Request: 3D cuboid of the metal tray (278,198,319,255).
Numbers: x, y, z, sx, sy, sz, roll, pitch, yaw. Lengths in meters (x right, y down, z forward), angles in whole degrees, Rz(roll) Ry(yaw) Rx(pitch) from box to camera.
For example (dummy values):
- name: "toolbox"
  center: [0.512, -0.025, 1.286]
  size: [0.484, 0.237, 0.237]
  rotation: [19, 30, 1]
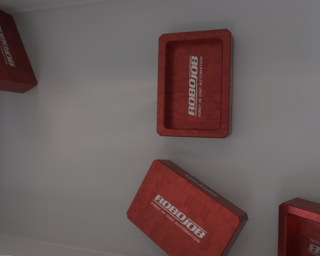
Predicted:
- name: "metal tray"
  center: [0.182, 0.129, 0.302]
  size: [0.130, 0.030, 0.089]
  rotation: [7, 100, 54]

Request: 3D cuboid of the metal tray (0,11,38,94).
- name: "metal tray"
  center: [-0.246, -0.120, 0.462]
  size: [0.030, 0.090, 0.129]
  rotation: [-26, 82, 18]

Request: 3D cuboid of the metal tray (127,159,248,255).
- name: "metal tray"
  center: [0.028, 0.108, 0.381]
  size: [0.130, 0.030, 0.090]
  rotation: [32, 100, 31]

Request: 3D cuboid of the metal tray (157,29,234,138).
- name: "metal tray"
  center: [0.044, -0.053, 0.391]
  size: [0.090, 0.030, 0.129]
  rotation: [2, 91, 20]
